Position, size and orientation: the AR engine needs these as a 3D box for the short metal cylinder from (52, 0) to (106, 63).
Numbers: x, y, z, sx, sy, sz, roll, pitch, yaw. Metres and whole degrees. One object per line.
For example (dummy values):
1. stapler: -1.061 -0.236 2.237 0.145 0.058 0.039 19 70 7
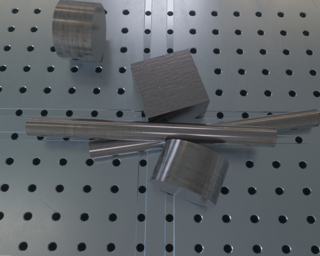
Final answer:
1. short metal cylinder: -0.109 -0.134 0.431 0.050 0.080 0.080 6 70 2

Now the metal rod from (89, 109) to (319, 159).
1. metal rod: 0.060 0.007 0.409 0.302 0.025 0.025 -8 70 -3

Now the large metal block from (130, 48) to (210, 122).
1. large metal block: 0.012 -0.050 0.417 0.081 0.050 0.080 -16 71 -6

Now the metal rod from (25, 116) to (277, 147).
1. metal rod: -0.013 0.004 0.382 0.302 0.025 0.025 3 70 3

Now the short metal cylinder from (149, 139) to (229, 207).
1. short metal cylinder: 0.034 0.054 0.363 0.080 0.080 0.050 21 72 7
